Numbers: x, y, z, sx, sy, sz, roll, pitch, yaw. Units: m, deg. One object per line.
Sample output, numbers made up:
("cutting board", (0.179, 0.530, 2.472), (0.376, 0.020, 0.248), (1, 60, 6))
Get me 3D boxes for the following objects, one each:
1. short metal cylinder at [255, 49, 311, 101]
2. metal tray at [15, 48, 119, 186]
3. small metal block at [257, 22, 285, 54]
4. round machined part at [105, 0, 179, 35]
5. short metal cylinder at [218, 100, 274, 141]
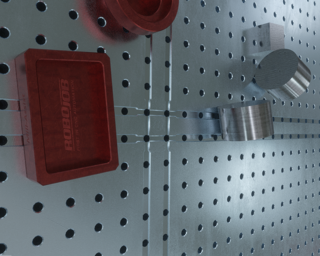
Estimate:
("short metal cylinder", (0.221, -0.095, 0.558), (0.050, 0.080, 0.080), (27, 73, -37))
("metal tray", (-0.094, -0.013, 0.326), (0.091, 0.030, 0.129), (-7, 95, -40))
("small metal block", (0.210, -0.168, 0.584), (0.050, 0.025, 0.050), (-6, 94, -40))
("round machined part", (-0.027, -0.162, 0.375), (0.099, 0.042, 0.097), (0, 90, -40))
("short metal cylinder", (0.134, -0.013, 0.485), (0.081, 0.080, 0.050), (-16, 100, -39))
